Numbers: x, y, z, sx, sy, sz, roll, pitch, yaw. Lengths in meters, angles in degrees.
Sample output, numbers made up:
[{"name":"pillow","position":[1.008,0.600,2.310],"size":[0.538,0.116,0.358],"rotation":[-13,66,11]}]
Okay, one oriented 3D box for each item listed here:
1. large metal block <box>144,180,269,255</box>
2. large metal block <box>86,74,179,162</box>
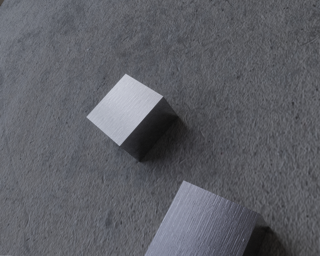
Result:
[{"name":"large metal block","position":[0.046,0.108,0.297],"size":[0.080,0.050,0.080],"rotation":[19,72,35]},{"name":"large metal block","position":[-0.037,-0.015,0.417],"size":[0.080,0.050,0.080],"rotation":[-49,52,-7]}]
